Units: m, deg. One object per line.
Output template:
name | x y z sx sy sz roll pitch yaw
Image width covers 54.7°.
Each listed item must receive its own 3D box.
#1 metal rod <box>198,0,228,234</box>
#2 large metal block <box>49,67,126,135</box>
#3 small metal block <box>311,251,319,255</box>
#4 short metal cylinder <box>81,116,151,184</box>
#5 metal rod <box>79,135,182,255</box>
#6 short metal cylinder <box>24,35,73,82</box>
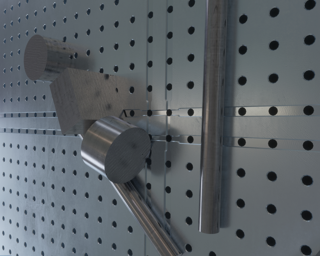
metal rod | 0.062 -0.030 0.358 0.025 0.025 0.298 3 92 40
large metal block | -0.107 -0.037 0.462 0.050 0.081 0.080 -31 71 36
small metal block | 0.145 0.154 0.289 0.050 0.025 0.050 -52 60 27
short metal cylinder | -0.059 0.029 0.422 0.050 0.081 0.079 24 105 37
metal rod | -0.068 0.068 0.465 0.300 0.025 0.025 49 119 28
short metal cylinder | -0.202 -0.123 0.560 0.080 0.050 0.079 0 90 40
